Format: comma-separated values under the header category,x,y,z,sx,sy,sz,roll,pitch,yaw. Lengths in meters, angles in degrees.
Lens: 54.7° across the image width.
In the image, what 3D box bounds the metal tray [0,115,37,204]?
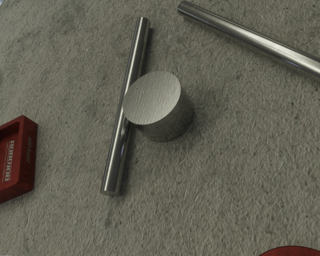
category,x,y,z,sx,sy,sz,roll,pitch,yaw
metal tray,-0.246,0.051,0.497,0.090,0.030,0.130,-23,53,14

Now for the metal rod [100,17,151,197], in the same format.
category,x,y,z,sx,sy,sz,roll,pitch,yaw
metal rod,-0.045,-0.049,0.457,0.025,0.025,0.299,-7,59,25

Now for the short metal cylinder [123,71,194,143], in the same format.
category,x,y,z,sx,sy,sz,roll,pitch,yaw
short metal cylinder,-0.001,-0.027,0.405,0.080,0.050,0.080,-13,56,21

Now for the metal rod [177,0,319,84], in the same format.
category,x,y,z,sx,sy,sz,roll,pitch,yaw
metal rod,0.124,-0.115,0.409,0.025,0.025,0.300,-45,51,-3

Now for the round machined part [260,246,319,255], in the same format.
category,x,y,z,sx,sy,sz,roll,pitch,yaw
round machined part,0.113,0.148,0.244,0.098,0.042,0.098,-13,56,21
